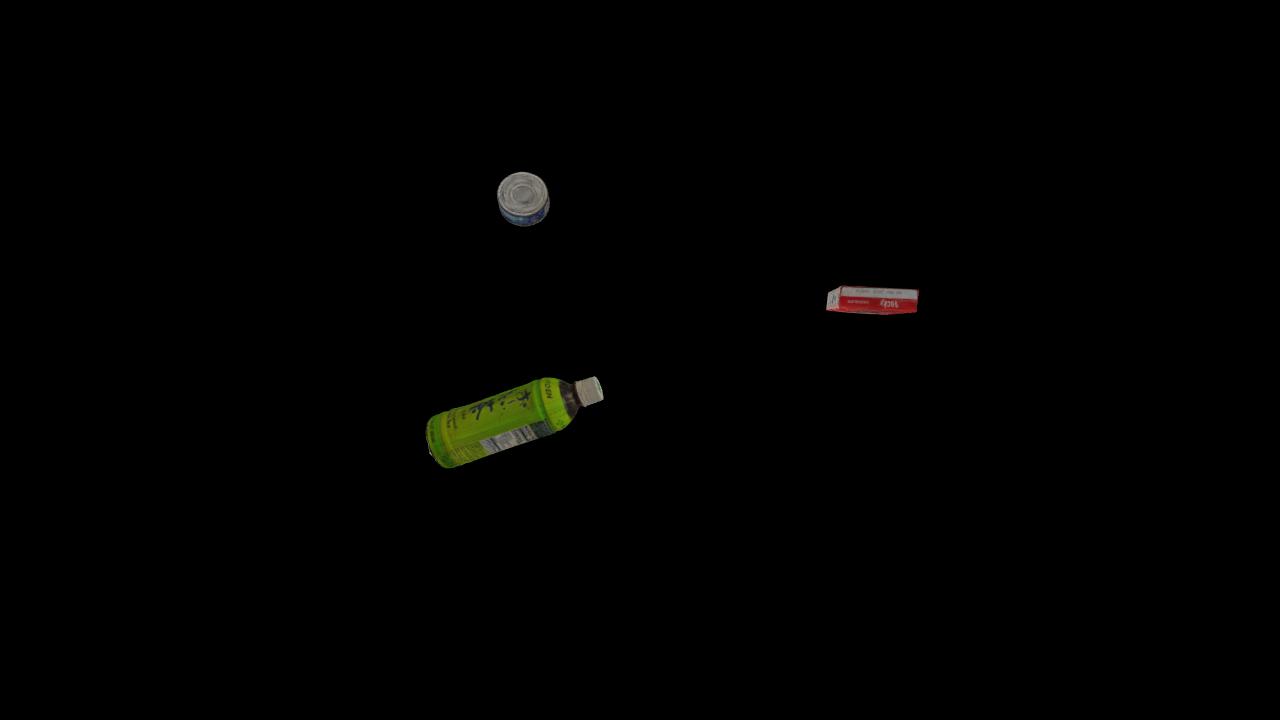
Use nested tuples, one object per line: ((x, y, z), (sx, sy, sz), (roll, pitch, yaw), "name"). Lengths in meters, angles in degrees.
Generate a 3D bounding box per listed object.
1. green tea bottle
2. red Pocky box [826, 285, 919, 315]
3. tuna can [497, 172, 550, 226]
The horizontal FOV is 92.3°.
((-0.147, 0.068, 0.740), (0.212, 0.073, 0.073), (-17, -2, 5), "green tea bottle")
((0.273, -0.070, 0.737), (0.083, 0.028, 0.155), (4, 4, 12), "red Pocky box")
((-0.190, -0.263, 1.003), (0.084, 0.084, 0.034), (0, -15, -5), "tuna can")
